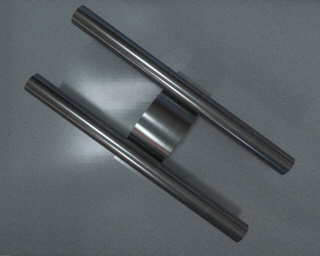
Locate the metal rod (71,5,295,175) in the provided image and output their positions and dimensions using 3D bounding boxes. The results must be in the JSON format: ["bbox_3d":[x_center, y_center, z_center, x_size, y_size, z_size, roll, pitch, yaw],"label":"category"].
[{"bbox_3d":[0.027,-0.043,0.360,0.301,0.025,0.025,36,90,-1],"label":"metal rod"}]

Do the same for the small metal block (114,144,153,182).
[{"bbox_3d":[-0.028,0.040,0.397,0.050,0.050,0.025,37,90,-1],"label":"small metal block"}]

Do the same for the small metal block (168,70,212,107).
[{"bbox_3d":[0.035,-0.045,0.397,0.050,0.050,0.025,37,90,-1],"label":"small metal block"}]

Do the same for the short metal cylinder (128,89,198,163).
[{"bbox_3d":[0.003,-0.003,0.382,0.050,0.080,0.080,37,90,-1],"label":"short metal cylinder"}]

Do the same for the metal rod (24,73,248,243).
[{"bbox_3d":[-0.027,0.035,0.361,0.301,0.025,0.025,36,90,0],"label":"metal rod"}]
